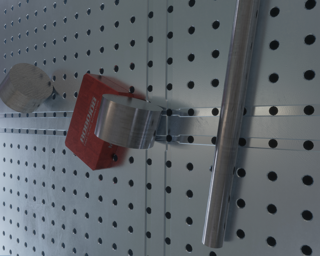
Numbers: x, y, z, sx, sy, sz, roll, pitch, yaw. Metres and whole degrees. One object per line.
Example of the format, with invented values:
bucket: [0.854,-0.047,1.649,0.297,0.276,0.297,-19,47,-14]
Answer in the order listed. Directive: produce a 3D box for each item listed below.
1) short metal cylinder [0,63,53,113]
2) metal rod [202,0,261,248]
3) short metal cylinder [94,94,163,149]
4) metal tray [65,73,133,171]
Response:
short metal cylinder: [-0.251,-0.074,0.581,0.050,0.081,0.080,-36,68,34]
metal rod: [0.079,-0.014,0.343,0.025,0.025,0.298,12,98,39]
short metal cylinder: [-0.041,-0.010,0.408,0.080,0.081,0.050,24,105,37]
metal tray: [-0.099,-0.010,0.489,0.090,0.030,0.129,32,110,35]
